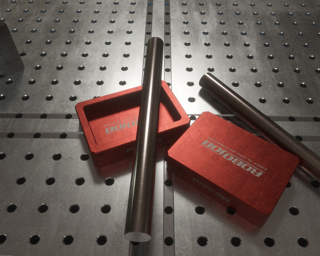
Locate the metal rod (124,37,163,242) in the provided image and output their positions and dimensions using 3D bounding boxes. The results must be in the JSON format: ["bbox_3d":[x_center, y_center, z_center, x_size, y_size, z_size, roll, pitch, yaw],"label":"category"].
[{"bbox_3d":[-0.014,-0.015,0.380,0.025,0.025,0.300,2,50,1],"label":"metal rod"}]

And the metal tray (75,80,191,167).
[{"bbox_3d":[-0.037,-0.010,0.412,0.131,0.030,0.090,-18,52,-15],"label":"metal tray"}]

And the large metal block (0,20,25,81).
[{"bbox_3d":[-0.265,-0.113,0.463,0.050,0.080,0.080,33,57,24],"label":"large metal block"}]

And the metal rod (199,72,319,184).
[{"bbox_3d":[0.159,0.019,0.393,0.025,0.025,0.300,-30,56,-23],"label":"metal rod"}]

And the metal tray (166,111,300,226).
[{"bbox_3d":[0.084,0.042,0.370,0.130,0.030,0.090,30,56,22],"label":"metal tray"}]
